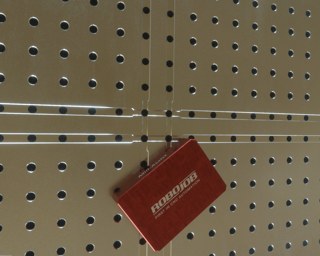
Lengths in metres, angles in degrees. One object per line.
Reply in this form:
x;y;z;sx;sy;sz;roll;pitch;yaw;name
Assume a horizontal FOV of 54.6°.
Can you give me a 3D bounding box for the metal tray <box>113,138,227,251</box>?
0.015;0.086;0.416;0.131;0.030;0.090;-38;102;-16;metal tray
